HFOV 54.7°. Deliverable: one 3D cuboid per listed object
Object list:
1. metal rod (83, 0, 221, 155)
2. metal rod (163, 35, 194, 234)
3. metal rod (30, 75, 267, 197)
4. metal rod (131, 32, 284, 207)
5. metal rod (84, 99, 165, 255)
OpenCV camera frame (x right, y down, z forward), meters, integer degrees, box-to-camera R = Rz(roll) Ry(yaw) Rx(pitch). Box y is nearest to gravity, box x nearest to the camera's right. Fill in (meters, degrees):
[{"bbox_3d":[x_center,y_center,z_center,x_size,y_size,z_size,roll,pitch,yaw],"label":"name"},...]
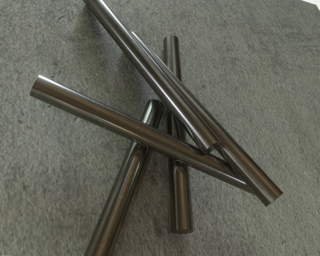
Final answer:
[{"bbox_3d":[-0.022,-0.088,0.414,0.025,0.025,0.300,-20,63,-36],"label":"metal rod"},{"bbox_3d":[0.022,-0.012,0.424,0.025,0.025,0.299,12,56,-22],"label":"metal rod"},{"bbox_3d":[0.002,0.017,0.362,0.302,0.025,0.025,25,53,-14],"label":"metal rod"},{"bbox_3d":[0.041,-0.027,0.403,0.025,0.025,0.300,-20,60,-36],"label":"metal rod"},{"bbox_3d":[-0.045,0.083,0.329,0.025,0.025,0.300,28,52,-11],"label":"metal rod"}]
